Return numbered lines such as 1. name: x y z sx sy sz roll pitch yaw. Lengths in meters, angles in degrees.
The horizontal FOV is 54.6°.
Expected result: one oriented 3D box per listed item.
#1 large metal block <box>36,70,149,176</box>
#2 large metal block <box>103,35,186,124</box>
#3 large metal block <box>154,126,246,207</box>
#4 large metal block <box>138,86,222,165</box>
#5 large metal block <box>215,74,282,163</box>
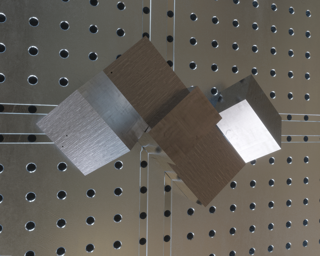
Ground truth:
1. large metal block: -0.075 -0.004 0.348 0.080 0.080 0.050 51 36 -13
2. large metal block: -0.029 -0.054 0.388 0.080 0.050 0.080 -43 104 -14
3. large metal block: 0.053 0.045 0.418 0.080 0.050 0.080 -43 102 -15
4. large metal block: 0.016 -0.004 0.389 0.080 0.080 0.050 -44 105 -15
5. large metal block: 0.121 -0.014 0.421 0.080 0.050 0.080 51 35 -14
